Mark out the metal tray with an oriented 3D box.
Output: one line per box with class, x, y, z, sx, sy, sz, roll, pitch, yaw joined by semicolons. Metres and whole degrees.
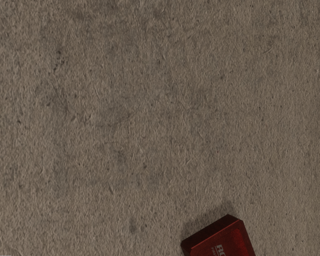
metal tray;0.094;0.203;0.443;0.091;0.030;0.129;-24;98;-19
